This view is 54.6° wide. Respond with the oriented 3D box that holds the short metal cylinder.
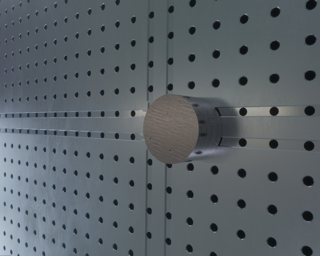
[{"bbox_3d":[0.026,0.001,0.372,0.080,0.050,0.080,0,90,40],"label":"short metal cylinder"}]
